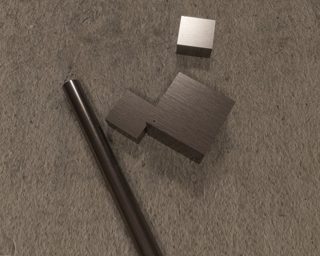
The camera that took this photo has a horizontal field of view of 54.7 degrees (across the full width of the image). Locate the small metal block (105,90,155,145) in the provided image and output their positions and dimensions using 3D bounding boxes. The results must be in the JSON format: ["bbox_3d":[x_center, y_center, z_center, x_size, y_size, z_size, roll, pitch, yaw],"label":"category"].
[{"bbox_3d":[-0.036,-0.014,0.413,0.050,0.025,0.050,32,73,10],"label":"small metal block"}]

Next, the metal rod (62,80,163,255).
[{"bbox_3d":[-0.054,0.066,0.383,0.025,0.025,0.299,-26,72,-9],"label":"metal rod"}]

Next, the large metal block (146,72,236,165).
[{"bbox_3d":[0.038,-0.012,0.400,0.080,0.050,0.080,30,73,10],"label":"large metal block"}]

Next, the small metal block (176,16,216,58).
[{"bbox_3d":[0.053,-0.134,0.458,0.050,0.025,0.050,8,70,2],"label":"small metal block"}]
